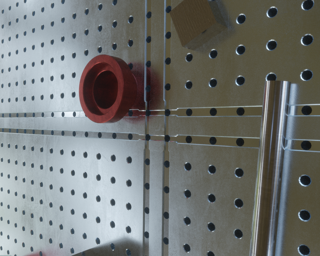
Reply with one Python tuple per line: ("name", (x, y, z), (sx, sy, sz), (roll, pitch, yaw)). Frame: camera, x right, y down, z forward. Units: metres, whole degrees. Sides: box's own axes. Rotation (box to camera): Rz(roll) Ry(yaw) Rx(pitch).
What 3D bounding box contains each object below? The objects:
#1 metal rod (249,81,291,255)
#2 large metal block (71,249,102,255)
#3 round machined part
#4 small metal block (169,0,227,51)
("metal rod", (0.108, 0.102, 0.319), (0.025, 0.025, 0.298), (7, 94, 39))
("large metal block", (-0.128, 0.246, 0.476), (0.050, 0.081, 0.079), (8, 95, 39))
("round machined part", (-0.072, -0.056, 0.455), (0.098, 0.042, 0.097), (0, 90, 39))
("small metal block", (0.045, -0.130, 0.371), (0.050, 0.025, 0.050), (-29, 72, 36))
